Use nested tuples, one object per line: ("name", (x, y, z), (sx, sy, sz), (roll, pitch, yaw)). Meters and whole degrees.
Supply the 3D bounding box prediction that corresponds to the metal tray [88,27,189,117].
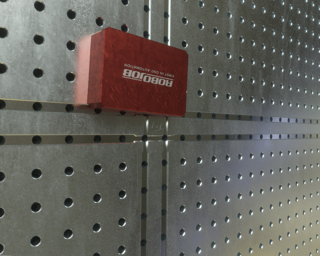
("metal tray", (-0.022, -0.064, 0.389), (0.131, 0.030, 0.089), (5, 87, -40))
